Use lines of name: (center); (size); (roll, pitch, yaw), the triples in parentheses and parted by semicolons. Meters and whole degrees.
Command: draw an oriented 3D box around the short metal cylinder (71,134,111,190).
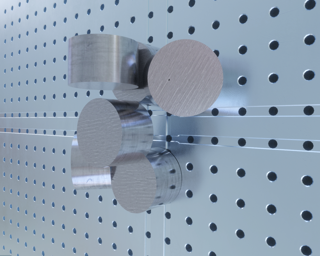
short metal cylinder: (-0.093, 0.047, 0.444); (0.050, 0.080, 0.080); (-2, 89, -4)

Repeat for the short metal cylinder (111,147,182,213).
short metal cylinder: (-0.019, 0.067, 0.408); (0.080, 0.050, 0.079); (1, 91, 39)

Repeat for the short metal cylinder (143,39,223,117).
short metal cylinder: (0.023, -0.055, 0.345); (0.050, 0.081, 0.079); (-138, 56, -78)

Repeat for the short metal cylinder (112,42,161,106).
short metal cylinder: (-0.021, -0.069, 0.410); (0.080, 0.050, 0.079); (1, 91, 40)

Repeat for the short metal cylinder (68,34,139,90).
short metal cylinder: (-0.065, -0.073, 0.360); (0.080, 0.081, 0.050); (1, 91, 40)

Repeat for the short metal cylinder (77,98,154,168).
short metal cylinder: (-0.055, 0.006, 0.372); (0.080, 0.050, 0.079); (0, 90, 40)
